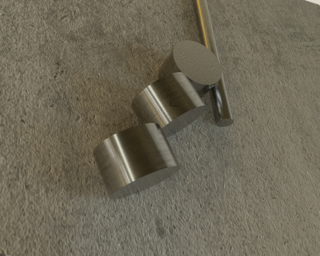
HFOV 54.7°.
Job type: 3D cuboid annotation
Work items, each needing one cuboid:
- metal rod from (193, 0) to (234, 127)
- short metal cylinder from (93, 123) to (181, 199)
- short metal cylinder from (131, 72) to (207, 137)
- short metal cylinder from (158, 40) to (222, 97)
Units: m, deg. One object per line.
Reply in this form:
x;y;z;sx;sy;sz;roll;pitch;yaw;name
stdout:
0.086;-0.138;0.533;0.025;0.025;0.299;9;58;-24;metal rod
-0.025;0.036;0.333;0.081;0.080;0.050;-13;69;-34;short metal cylinder
0.011;-0.025;0.390;0.081;0.080;0.050;-23;74;-36;short metal cylinder
0.044;-0.083;0.462;0.081;0.050;0.080;14;56;-21;short metal cylinder
